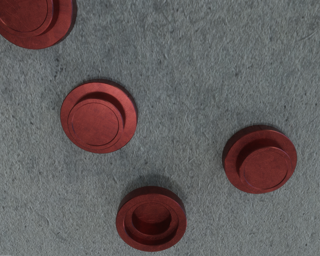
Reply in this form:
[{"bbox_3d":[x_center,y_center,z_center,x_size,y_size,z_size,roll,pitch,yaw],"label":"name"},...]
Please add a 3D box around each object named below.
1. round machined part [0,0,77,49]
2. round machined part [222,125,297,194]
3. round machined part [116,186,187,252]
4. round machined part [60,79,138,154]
[{"bbox_3d":[-0.148,-0.138,0.348,0.099,0.042,0.097,0,110,0],"label":"round machined part"},{"bbox_3d":[0.137,0.048,0.419,0.099,0.042,0.097,0,110,0],"label":"round machined part"},{"bbox_3d":[-0.012,0.125,0.447,0.099,0.042,0.097,0,110,0],"label":"round machined part"},{"bbox_3d":[-0.078,-0.011,0.396,0.099,0.042,0.097,0,110,0],"label":"round machined part"}]
